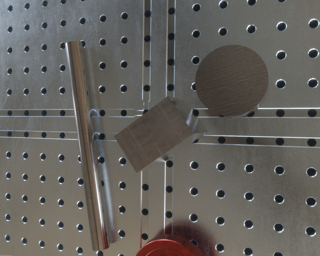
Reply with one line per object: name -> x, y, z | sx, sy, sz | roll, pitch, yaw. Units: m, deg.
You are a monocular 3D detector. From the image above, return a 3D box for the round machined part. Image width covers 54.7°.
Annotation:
round machined part -> 0.017, 0.185, 0.398 | 0.098, 0.042, 0.097 | 0, 90, 20

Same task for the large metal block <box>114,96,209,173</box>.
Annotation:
large metal block -> 0.005, 0.008, 0.382 | 0.080, 0.080, 0.050 | -36, 79, 16

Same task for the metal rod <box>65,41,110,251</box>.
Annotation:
metal rod -> -0.105, 0.024, 0.449 | 0.025, 0.025, 0.298 | -9, 87, 20

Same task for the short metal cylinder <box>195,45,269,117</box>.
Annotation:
short metal cylinder -> 0.087, -0.053, 0.368 | 0.080, 0.050, 0.080 | 0, 90, 20
